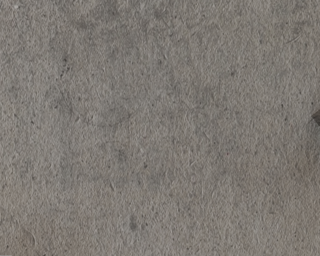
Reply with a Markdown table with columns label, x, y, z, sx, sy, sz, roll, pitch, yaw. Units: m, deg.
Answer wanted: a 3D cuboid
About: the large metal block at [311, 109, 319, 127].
| label | x | y | z | sx | sy | sz | roll | pitch | yaw |
| --- | --- | --- | --- | --- | --- | --- | --- | --- | --- |
| large metal block | 0.264 | -0.010 | 0.399 | 0.080 | 0.050 | 0.080 | -38 | 90 | 0 |
